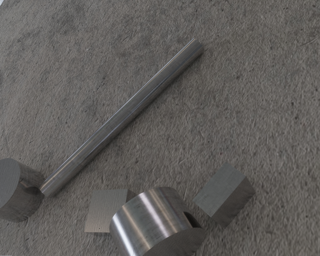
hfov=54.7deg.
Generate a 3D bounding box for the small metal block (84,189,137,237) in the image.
[{"bbox_3d":[-0.058,0.102,0.372,0.050,0.025,0.050,-8,58,24],"label":"small metal block"}]

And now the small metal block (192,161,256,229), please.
[{"bbox_3d":[0.066,0.069,0.311,0.050,0.050,0.025,-48,51,-5],"label":"small metal block"}]

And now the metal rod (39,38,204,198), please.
[{"bbox_3d":[-0.052,-0.016,0.440,0.300,0.025,0.025,-44,51,-3],"label":"metal rod"}]

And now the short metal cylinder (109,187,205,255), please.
[{"bbox_3d":[-0.003,0.104,0.306,0.080,0.080,0.050,-39,51,2],"label":"short metal cylinder"}]

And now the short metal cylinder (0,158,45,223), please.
[{"bbox_3d":[-0.213,0.090,0.445,0.080,0.050,0.080,-13,56,21],"label":"short metal cylinder"}]
